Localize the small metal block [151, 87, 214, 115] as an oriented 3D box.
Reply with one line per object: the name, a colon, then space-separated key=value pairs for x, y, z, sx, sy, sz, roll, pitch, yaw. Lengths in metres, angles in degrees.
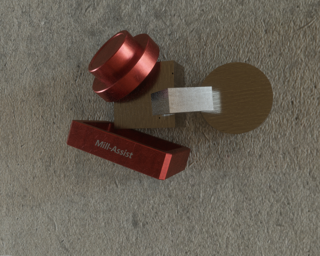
small metal block: x=0.023 y=-0.029 z=0.340 sx=0.050 sy=0.050 sz=0.025 roll=-5 pitch=91 yaw=-22

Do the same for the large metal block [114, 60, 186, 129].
large metal block: x=-0.012 y=-0.040 z=0.402 sx=0.080 sy=0.050 sz=0.080 roll=-2 pitch=90 yaw=20

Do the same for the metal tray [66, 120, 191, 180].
metal tray: x=-0.036 y=0.023 z=0.388 sx=0.130 sy=0.090 sz=0.030 roll=18 pitch=96 yaw=19

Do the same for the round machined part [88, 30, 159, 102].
round machined part: x=-0.051 y=-0.083 z=0.389 sx=0.098 sy=0.098 sz=0.042 roll=-38 pitch=122 yaw=16

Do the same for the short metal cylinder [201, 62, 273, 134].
short metal cylinder: x=0.091 y=-0.033 z=0.366 sx=0.080 sy=0.050 sz=0.080 roll=0 pitch=90 yaw=20
